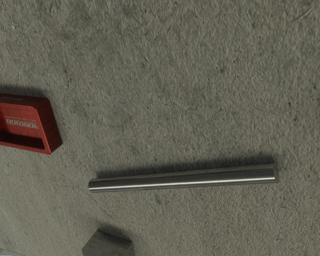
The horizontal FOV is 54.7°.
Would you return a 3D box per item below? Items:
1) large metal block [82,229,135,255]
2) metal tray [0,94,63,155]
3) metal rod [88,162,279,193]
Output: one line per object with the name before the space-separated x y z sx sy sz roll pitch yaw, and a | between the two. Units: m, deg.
large metal block | -0.096 0.254 0.598 0.080 0.050 0.079 10 123 22
metal tray | -0.234 -0.009 0.521 0.130 0.030 0.089 7 122 24
metal rod | 0.013 0.075 0.446 0.300 0.025 0.025 -10 113 32
